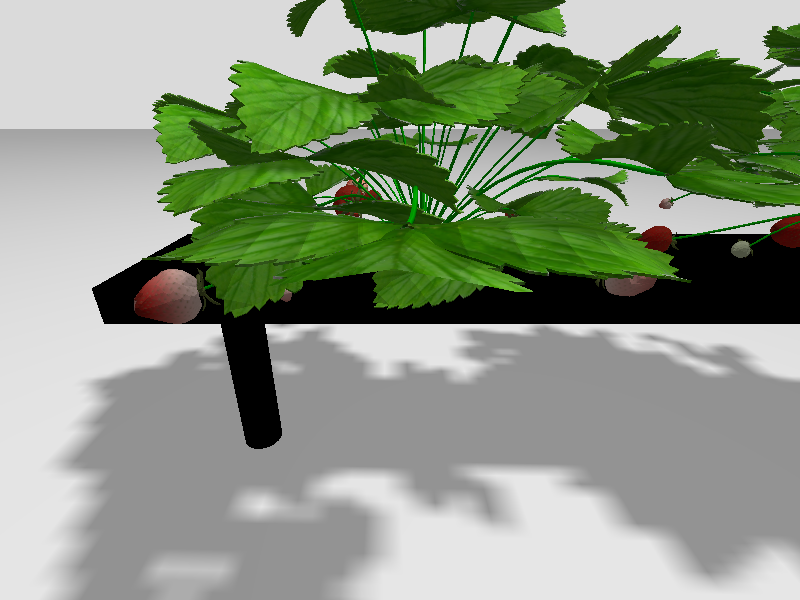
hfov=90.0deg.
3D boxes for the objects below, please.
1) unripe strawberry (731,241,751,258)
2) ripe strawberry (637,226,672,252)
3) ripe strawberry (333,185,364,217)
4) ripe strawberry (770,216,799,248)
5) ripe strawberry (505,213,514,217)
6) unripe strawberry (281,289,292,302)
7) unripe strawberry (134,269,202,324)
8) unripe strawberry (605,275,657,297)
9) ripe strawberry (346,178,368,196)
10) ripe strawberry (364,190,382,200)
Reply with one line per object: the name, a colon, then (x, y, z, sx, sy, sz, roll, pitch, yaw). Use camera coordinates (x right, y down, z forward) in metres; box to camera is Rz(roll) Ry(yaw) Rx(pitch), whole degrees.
unripe strawberry: (0.300, -0.045, 0.353, 0.014, 0.015, 0.013, -14, 25, 2)
ripe strawberry: (0.231, -0.055, 0.365, 0.027, 0.026, 0.025, 0, 25, 1)
ripe strawberry: (-0.062, -0.116, 0.475, 0.037, 0.042, 0.040, -15, 28, -29)
ripe strawberry: (0.375, -0.066, 0.383, 0.033, 0.032, 0.031, 6, 25, 14)
ripe strawberry: (0.132, -0.087, 0.422, 0.040, 0.040, 0.037, -14, 28, -29)
unripe strawberry: (-0.077, -0.004, 0.268, 0.013, 0.011, 0.011, 21, 32, 38)
unripe strawberry: (-0.139, -0.001, 0.240, 0.036, 0.035, 0.033, -20, 31, -35)
unripe strawberry: (0.157, -0.017, 0.272, 0.032, 0.033, 0.029, 17, 30, 31)
ripe strawberry: (-0.063, -0.159, 0.582, 0.033, 0.035, 0.036, -8, 7, -17)
ripe strawberry: (-0.036, -0.127, 0.513, 0.026, 0.030, 0.028, -8, 25, -17)
